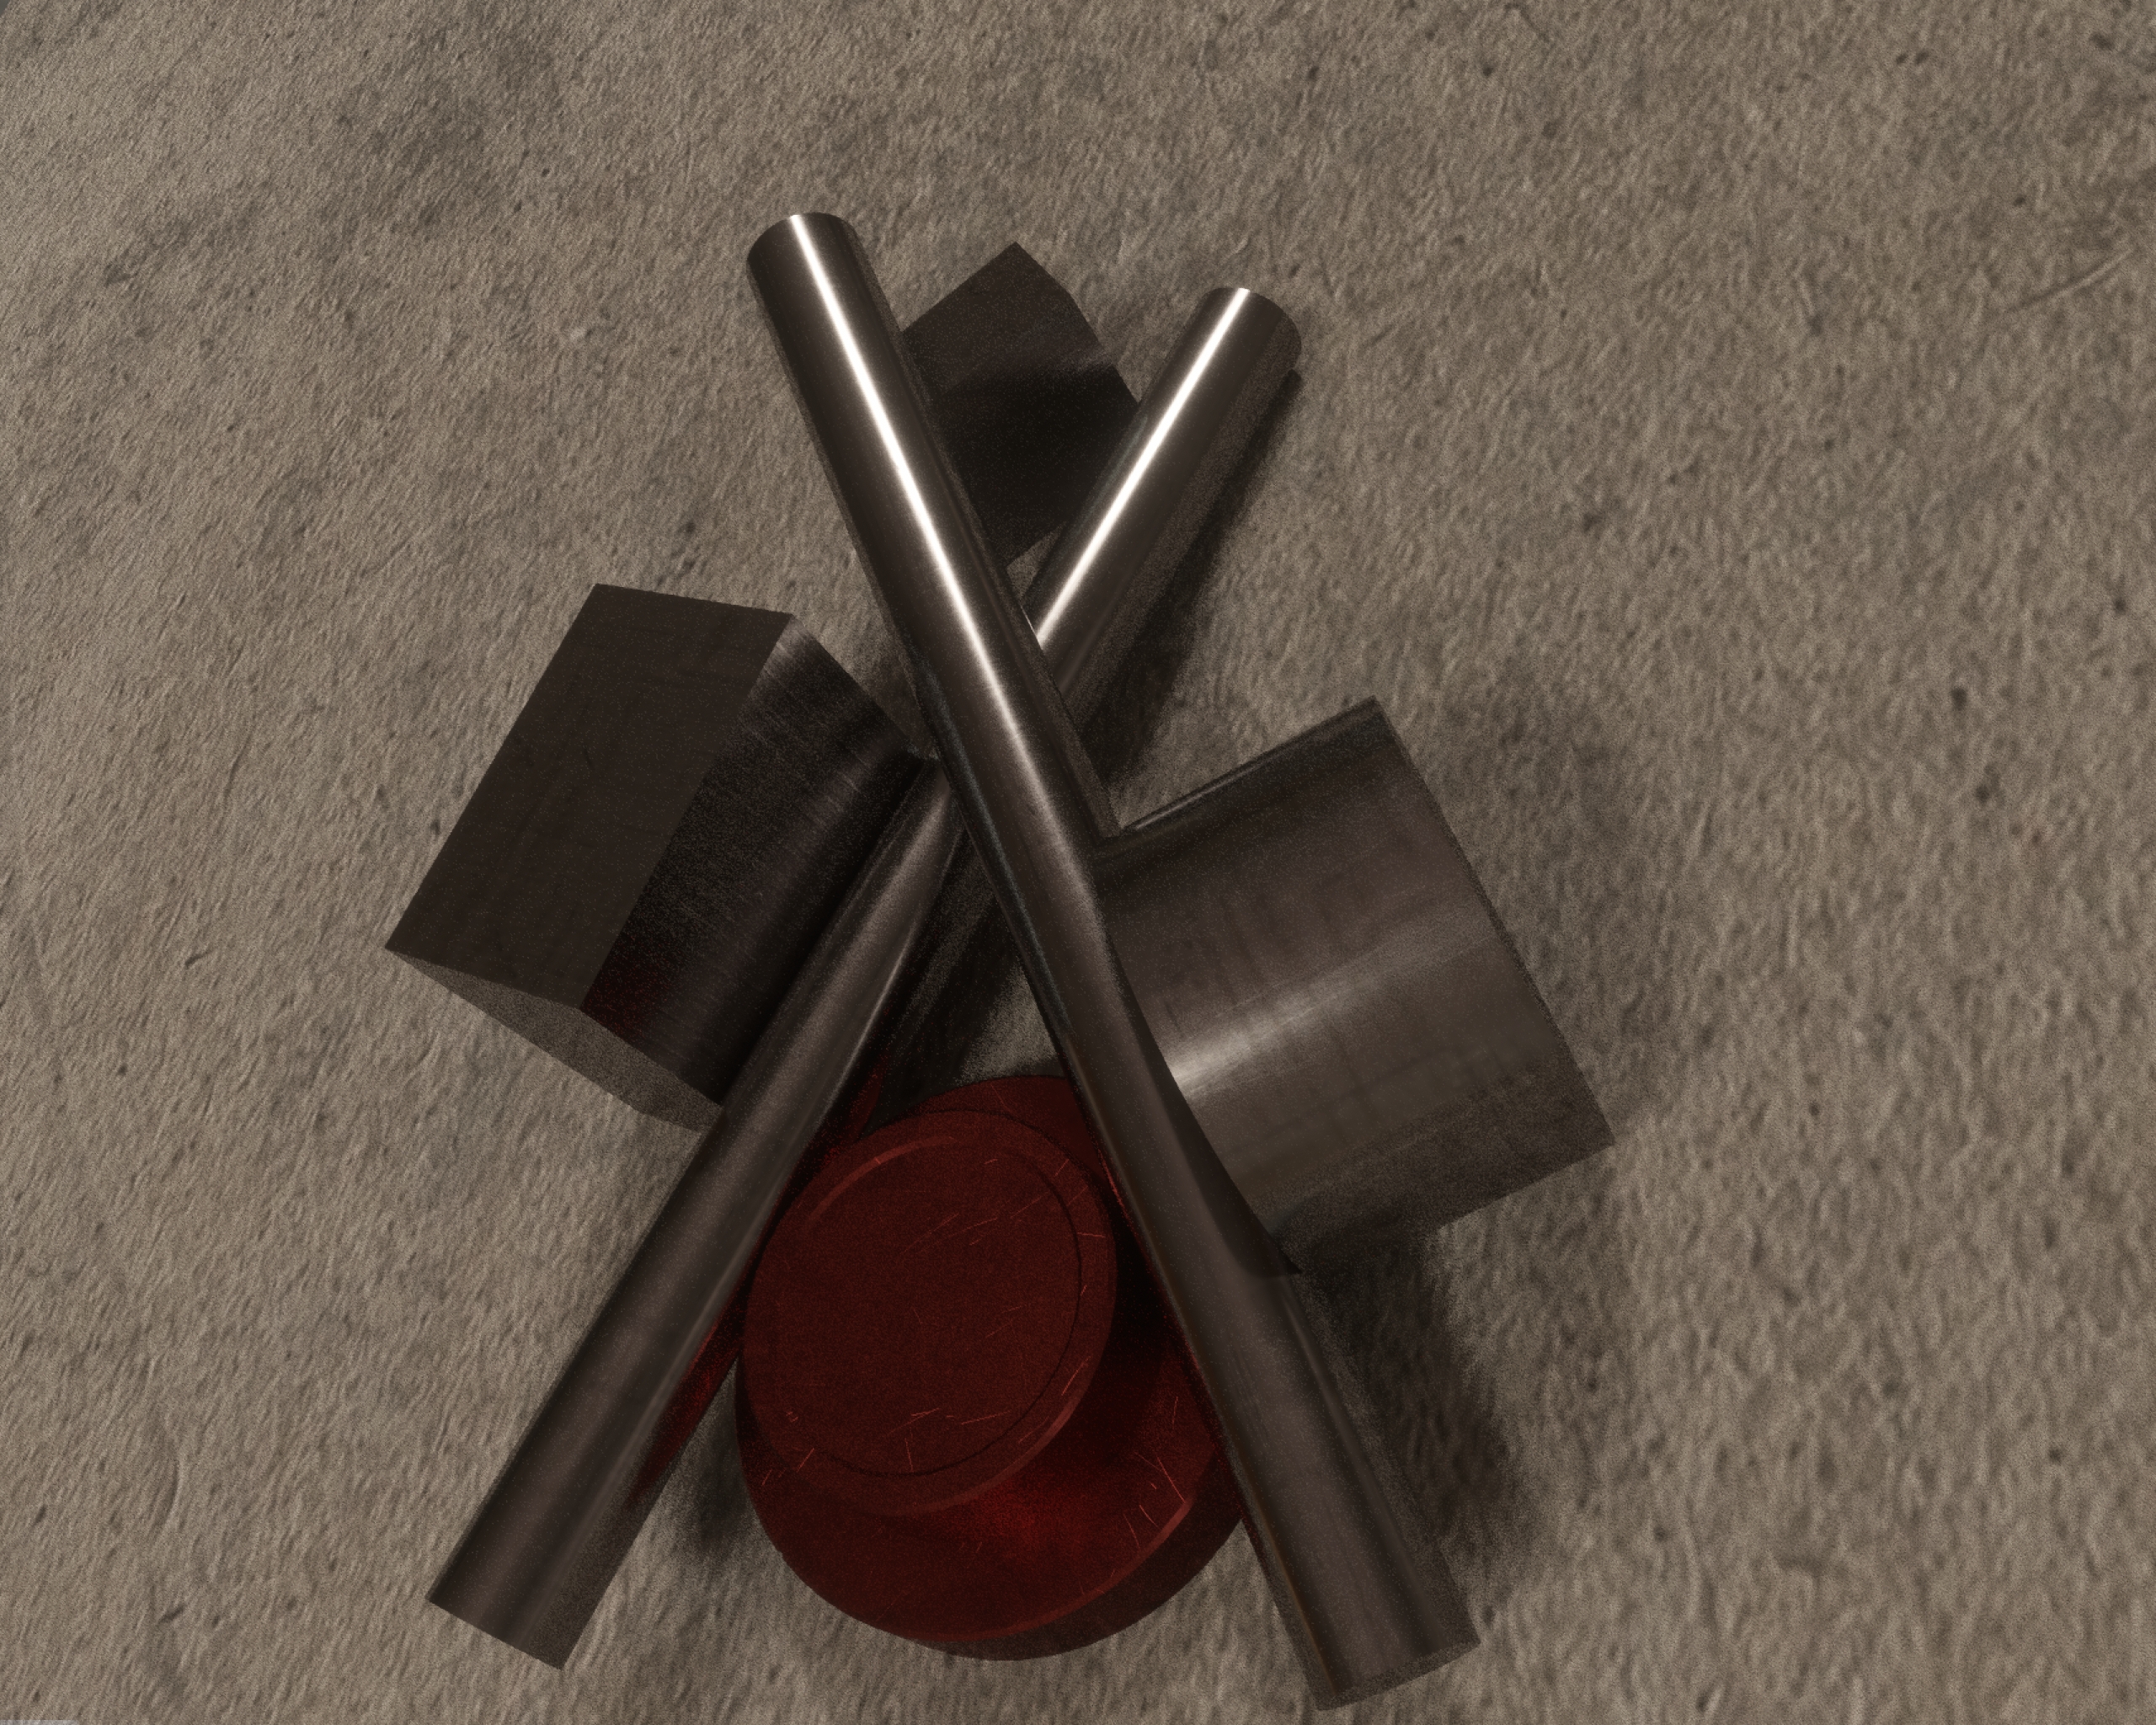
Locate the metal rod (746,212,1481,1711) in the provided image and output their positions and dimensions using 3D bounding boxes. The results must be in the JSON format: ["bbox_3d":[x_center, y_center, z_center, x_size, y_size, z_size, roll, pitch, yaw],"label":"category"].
[{"bbox_3d":[-0.006,-0.006,0.367,0.025,0.025,0.299,-29,61,10],"label":"metal rod"}]

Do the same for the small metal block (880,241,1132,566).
[{"bbox_3d":[-0.017,-0.097,0.456,0.050,0.050,0.025,-38,51,2],"label":"small metal block"}]

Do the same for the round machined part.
[{"bbox_3d":[-0.017,0.081,0.353,0.098,0.042,0.098,-13,56,20],"label":"round machined part"}]

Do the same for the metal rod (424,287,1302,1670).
[{"bbox_3d":[-0.028,0.004,0.397,0.025,0.025,0.300,12,62,33],"label":"metal rod"}]

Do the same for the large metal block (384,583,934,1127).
[{"bbox_3d":[-0.071,0.004,0.403,0.050,0.080,0.080,12,68,33],"label":"large metal block"}]

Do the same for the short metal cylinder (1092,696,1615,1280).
[{"bbox_3d":[0.044,0.020,0.334,0.050,0.080,0.080,-28,52,10],"label":"short metal cylinder"}]
